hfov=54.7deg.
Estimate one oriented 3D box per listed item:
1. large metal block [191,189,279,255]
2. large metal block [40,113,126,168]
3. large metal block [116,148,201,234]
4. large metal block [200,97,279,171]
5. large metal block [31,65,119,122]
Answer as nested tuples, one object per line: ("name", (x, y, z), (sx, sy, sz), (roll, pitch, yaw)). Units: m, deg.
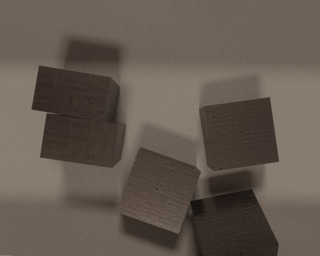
("large metal block", (0.087, 0.128, 0.378), (0.080, 0.080, 0.050), (-11, 127, -1))
("large metal block", (-0.089, 0.014, 0.383), (0.081, 0.080, 0.050), (8, 90, -1))
("large metal block", (-0.002, 0.077, 0.399), (0.080, 0.050, 0.080), (20, 90, -1))
("large metal block", (0.099, 0.007, 0.400), (0.081, 0.050, 0.080), (-8, 90, -1))
("large metal block", (-0.098, -0.038, 0.383), (0.080, 0.080, 0.050), (9, 90, -1))
